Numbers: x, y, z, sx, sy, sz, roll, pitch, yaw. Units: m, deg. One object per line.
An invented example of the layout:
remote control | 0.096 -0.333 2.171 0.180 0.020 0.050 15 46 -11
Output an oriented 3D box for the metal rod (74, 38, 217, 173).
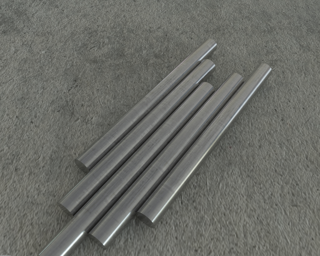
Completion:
metal rod | -0.003 -0.047 0.444 0.025 0.025 0.301 29 56 22

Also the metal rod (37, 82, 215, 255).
metal rod | -0.019 0.036 0.374 0.025 0.025 0.301 29 56 22

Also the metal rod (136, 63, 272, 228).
metal rod | 0.073 0.003 0.402 0.025 0.025 0.301 29 56 22

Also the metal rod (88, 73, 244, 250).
metal rod | 0.026 0.021 0.387 0.025 0.025 0.301 29 56 22

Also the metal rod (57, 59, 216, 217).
metal rod | -0.012 -0.005 0.409 0.025 0.025 0.301 29 56 22
